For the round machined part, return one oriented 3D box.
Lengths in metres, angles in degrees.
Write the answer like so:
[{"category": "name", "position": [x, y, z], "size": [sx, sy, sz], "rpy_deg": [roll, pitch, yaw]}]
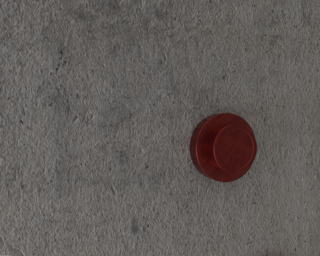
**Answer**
[{"category": "round machined part", "position": [0.095, 0.028, 0.435], "size": [0.099, 0.042, 0.097], "rpy_deg": [0, 90, -20]}]
